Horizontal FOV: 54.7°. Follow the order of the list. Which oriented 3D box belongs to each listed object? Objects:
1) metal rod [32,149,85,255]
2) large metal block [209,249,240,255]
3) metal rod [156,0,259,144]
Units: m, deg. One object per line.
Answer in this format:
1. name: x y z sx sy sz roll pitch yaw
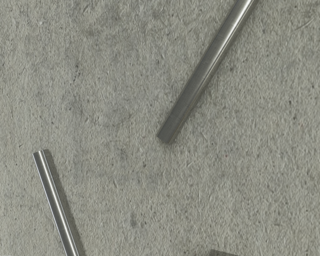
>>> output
1. metal rod: -0.127 0.174 0.452 0.025 0.025 0.299 -24 82 18
2. large metal block: 0.092 0.200 0.363 0.080 0.050 0.079 7 92 19
3. metal rod: 0.080 -0.112 0.380 0.025 0.025 0.299 34 100 16
